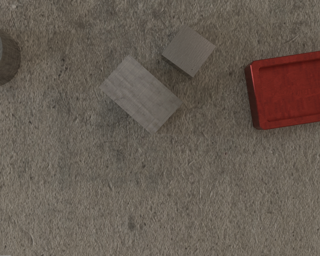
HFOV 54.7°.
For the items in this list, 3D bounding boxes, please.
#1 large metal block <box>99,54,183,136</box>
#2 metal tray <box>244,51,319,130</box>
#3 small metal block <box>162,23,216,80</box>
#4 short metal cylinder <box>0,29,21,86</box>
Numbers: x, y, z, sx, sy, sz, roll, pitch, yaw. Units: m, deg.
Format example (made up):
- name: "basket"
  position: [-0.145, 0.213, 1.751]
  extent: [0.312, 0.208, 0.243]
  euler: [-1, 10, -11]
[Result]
- name: "large metal block"
  position: [-0.021, -0.037, 0.382]
  extent: [0.080, 0.080, 0.050]
  euler: [42, 90, -1]
- name: "metal tray"
  position: [0.186, -0.051, 0.409]
  extent: [0.131, 0.030, 0.089]
  euler: [-9, 90, -1]
- name: "small metal block"
  position: [0.037, -0.100, 0.410]
  extent: [0.050, 0.025, 0.050]
  euler: [36, 90, -1]
- name: "short metal cylinder"
  position: [-0.229, -0.095, 0.394]
  extent: [0.081, 0.050, 0.079]
  euler: [0, 90, -1]
